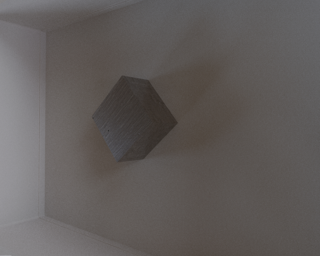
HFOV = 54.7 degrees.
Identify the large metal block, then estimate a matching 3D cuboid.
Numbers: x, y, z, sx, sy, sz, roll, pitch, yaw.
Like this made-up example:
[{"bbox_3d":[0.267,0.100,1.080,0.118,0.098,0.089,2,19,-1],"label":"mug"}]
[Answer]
[{"bbox_3d":[-0.036,-0.011,0.418,0.080,0.050,0.080,-48,62,29],"label":"large metal block"}]
